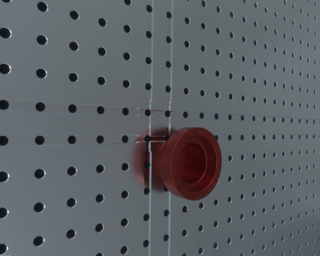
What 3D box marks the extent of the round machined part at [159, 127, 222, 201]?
[{"bbox_3d":[0.038,0.048,0.429,0.099,0.042,0.097,0,90,-40],"label":"round machined part"}]
